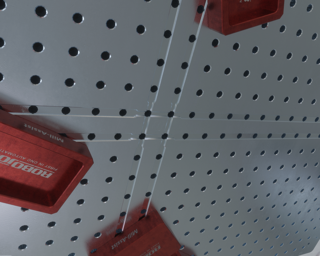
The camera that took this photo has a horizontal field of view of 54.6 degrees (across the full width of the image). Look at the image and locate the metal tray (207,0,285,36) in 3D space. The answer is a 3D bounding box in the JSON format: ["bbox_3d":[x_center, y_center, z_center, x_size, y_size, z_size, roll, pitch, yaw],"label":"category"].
[{"bbox_3d":[0.098,-0.181,0.348,0.091,0.030,0.129,-21,127,-16],"label":"metal tray"}]

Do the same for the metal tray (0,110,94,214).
[{"bbox_3d":[-0.154,0.041,0.348,0.131,0.030,0.090,30,102,-38],"label":"metal tray"}]

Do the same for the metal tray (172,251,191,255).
[{"bbox_3d":[0.019,0.305,0.606,0.130,0.030,0.090,-46,129,4],"label":"metal tray"}]

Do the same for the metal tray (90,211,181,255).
[{"bbox_3d":[-0.038,0.205,0.513,0.130,0.030,0.090,-33,129,-7],"label":"metal tray"}]
